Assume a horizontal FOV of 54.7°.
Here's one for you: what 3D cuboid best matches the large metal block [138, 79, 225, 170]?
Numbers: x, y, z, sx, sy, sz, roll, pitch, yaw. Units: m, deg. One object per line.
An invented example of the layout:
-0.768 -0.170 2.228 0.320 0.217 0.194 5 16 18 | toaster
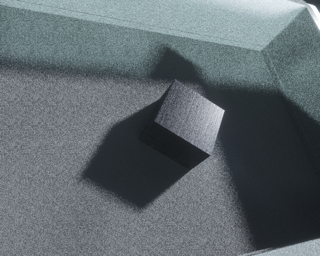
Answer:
0.030 -0.004 0.410 0.080 0.050 0.080 31 51 -8 | large metal block
